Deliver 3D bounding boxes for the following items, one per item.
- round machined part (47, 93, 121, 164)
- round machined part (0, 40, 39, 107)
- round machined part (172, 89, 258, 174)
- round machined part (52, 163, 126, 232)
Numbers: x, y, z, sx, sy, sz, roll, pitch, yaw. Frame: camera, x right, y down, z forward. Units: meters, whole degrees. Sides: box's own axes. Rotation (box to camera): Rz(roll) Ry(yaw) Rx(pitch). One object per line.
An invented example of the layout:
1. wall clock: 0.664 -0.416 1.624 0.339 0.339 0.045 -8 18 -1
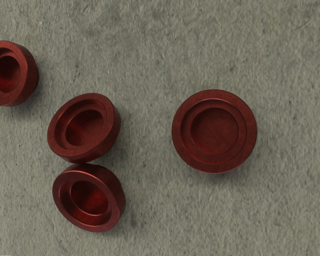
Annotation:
1. round machined part: -0.097 0.004 0.418 0.098 0.042 0.098 -10 57 15
2. round machined part: -0.229 -0.081 0.479 0.098 0.042 0.097 0 90 19
3. round machined part: 0.067 0.004 0.376 0.098 0.042 0.097 0 90 19
4. round machined part: -0.091 0.089 0.418 0.098 0.042 0.097 8 117 17
